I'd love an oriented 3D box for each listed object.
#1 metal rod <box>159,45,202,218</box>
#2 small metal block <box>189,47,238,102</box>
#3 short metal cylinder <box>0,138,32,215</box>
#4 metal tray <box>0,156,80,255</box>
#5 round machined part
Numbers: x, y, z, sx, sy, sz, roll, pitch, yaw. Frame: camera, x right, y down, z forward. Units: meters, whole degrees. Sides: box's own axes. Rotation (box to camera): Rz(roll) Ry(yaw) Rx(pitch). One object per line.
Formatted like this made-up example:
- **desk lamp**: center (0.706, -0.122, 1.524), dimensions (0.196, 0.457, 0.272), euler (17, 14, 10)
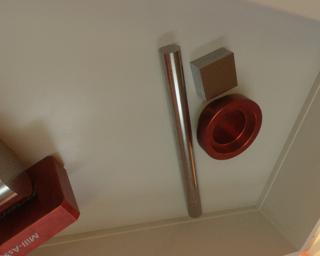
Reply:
- **metal rod**: center (0.036, 0.027, 0.446), dimensions (0.025, 0.025, 0.298), euler (-23, 127, -15)
- **small metal block**: center (0.071, -0.070, 0.406), dimensions (0.050, 0.025, 0.050), euler (-27, 128, -12)
- **short metal cylinder**: center (-0.175, 0.049, 0.308), dimensions (0.050, 0.080, 0.080), euler (-34, 129, -7)
- **metal tray**: center (-0.160, 0.098, 0.340), dimensions (0.130, 0.090, 0.030), euler (-34, 129, -7)
- **round machined part**: center (0.095, -0.005, 0.448), dimensions (0.099, 0.042, 0.097), euler (-14, 125, -21)
